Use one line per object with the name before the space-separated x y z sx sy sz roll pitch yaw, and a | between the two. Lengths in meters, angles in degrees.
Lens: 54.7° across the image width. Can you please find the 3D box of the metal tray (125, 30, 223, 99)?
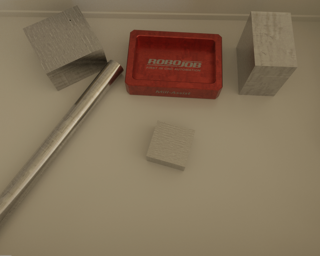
metal tray | 0.020 -0.091 0.440 0.131 0.030 0.090 3 70 0

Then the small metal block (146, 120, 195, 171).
small metal block | 0.014 0.023 0.401 0.050 0.025 0.050 15 71 5

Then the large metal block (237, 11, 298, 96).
large metal block | 0.139 -0.097 0.418 0.050 0.080 0.080 2 70 0

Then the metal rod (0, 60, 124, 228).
metal rod | -0.143 0.030 0.396 0.025 0.025 0.300 31 73 10

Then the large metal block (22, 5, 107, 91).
large metal block | -0.130 -0.112 0.436 0.080 0.050 0.080 -28 73 -10
